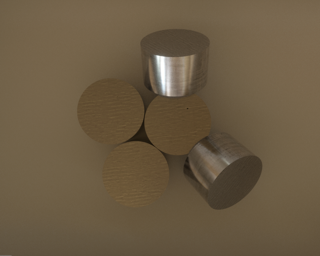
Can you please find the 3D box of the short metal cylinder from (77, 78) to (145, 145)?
[{"bbox_3d":[-0.059,-0.020,0.396,0.081,0.050,0.079,0,90,-1],"label":"short metal cylinder"}]

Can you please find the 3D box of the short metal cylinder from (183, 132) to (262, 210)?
[{"bbox_3d":[0.076,0.052,0.378,0.081,0.050,0.079,-18,129,-23],"label":"short metal cylinder"}]

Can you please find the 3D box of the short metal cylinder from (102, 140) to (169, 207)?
[{"bbox_3d":[-0.029,0.055,0.397,0.081,0.050,0.079,0,90,-1],"label":"short metal cylinder"}]

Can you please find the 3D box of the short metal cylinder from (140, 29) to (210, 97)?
[{"bbox_3d":[0.018,-0.081,0.375,0.081,0.080,0.050,-3,129,-1],"label":"short metal cylinder"}]

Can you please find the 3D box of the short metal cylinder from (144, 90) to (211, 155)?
[{"bbox_3d":[0.021,-0.007,0.397,0.081,0.050,0.079,0,90,-1],"label":"short metal cylinder"}]
